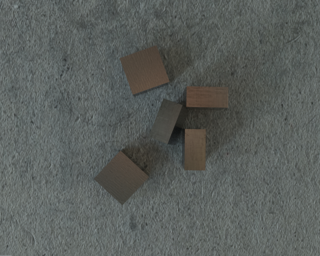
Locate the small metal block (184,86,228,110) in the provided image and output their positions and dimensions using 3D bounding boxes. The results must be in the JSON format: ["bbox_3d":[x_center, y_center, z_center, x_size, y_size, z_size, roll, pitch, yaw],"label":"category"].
[{"bbox_3d":[0.057,-0.037,0.398,0.050,0.050,0.025,1,90,0],"label":"small metal block"}]

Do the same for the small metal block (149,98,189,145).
[{"bbox_3d":[0.013,-0.006,0.395,0.025,0.050,0.050,21,90,15],"label":"small metal block"}]

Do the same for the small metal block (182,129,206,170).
[{"bbox_3d":[0.042,0.026,0.398,0.025,0.050,0.050,1,90,0],"label":"small metal block"}]

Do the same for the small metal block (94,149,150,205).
[{"bbox_3d":[-0.049,0.064,0.409,0.050,0.025,0.050,43,90,0],"label":"small metal block"}]

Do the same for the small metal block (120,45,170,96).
[{"bbox_3d":[-0.020,-0.075,0.410,0.050,0.025,0.050,-20,90,0],"label":"small metal block"}]
